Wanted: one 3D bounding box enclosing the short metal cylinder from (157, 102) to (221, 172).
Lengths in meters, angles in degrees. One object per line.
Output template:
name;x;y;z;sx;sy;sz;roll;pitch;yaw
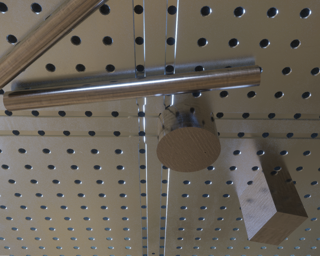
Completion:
short metal cylinder;0.036;0.013;0.407;0.081;0.050;0.079;-1;130;0

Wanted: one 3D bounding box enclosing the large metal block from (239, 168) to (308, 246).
large metal block;0.172;0.123;0.483;0.050;0.080;0.079;13;129;-12

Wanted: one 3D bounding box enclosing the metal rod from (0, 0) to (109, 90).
metal rod;-0.074;-0.124;0.304;0.300;0.025;0.025;-30;124;22

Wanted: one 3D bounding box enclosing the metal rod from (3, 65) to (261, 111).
metal rod;-0.036;-0.047;0.371;0.302;0.025;0.025;-5;130;4
